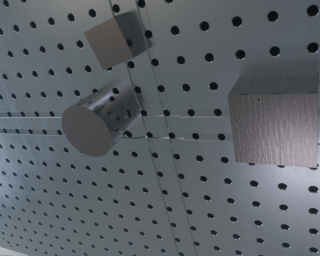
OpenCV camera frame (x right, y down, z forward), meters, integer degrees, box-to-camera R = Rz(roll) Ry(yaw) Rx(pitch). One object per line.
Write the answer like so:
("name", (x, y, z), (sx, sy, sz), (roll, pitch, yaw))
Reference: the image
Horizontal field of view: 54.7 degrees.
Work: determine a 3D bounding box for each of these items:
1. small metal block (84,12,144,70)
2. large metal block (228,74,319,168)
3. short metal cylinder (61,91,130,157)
("small metal block", (-0.056, -0.104, 0.376), (0.050, 0.025, 0.050), (-13, 112, 33))
("large metal block", (0.122, -0.008, 0.326), (0.080, 0.050, 0.080), (1, 119, 27))
("short metal cylinder", (-0.090, -0.006, 0.439), (0.080, 0.050, 0.079), (13, 124, 21))
